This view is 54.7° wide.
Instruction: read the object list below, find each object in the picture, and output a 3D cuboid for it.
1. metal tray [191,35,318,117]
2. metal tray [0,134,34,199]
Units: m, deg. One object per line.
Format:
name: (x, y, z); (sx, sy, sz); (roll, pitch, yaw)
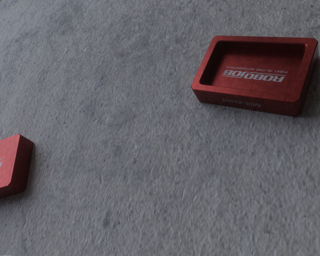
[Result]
metal tray: (0.114, -0.069, 0.382); (0.130, 0.030, 0.090); (13, 68, 33)
metal tray: (-0.270, 0.070, 0.496); (0.130, 0.030, 0.090); (-17, 55, 17)
